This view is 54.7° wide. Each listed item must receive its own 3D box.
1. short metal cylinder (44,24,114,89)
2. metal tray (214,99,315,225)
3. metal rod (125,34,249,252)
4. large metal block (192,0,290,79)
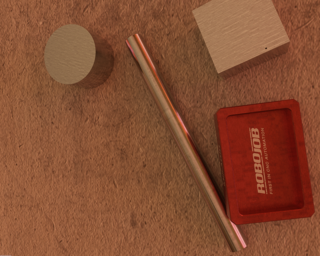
[{"bbox_3d":[-0.112,-0.098,0.434,0.080,0.050,0.079,0,90,19],"label":"short metal cylinder"},{"bbox_3d":[0.116,0.037,0.352,0.091,0.030,0.129,-7,88,3],"label":"metal tray"},{"bbox_3d":[0.030,0.012,0.397,0.025,0.025,0.299,-29,81,17],"label":"metal rod"},{"bbox_3d":[0.094,-0.113,0.362,0.080,0.050,0.080,-23,83,18],"label":"large metal block"}]
